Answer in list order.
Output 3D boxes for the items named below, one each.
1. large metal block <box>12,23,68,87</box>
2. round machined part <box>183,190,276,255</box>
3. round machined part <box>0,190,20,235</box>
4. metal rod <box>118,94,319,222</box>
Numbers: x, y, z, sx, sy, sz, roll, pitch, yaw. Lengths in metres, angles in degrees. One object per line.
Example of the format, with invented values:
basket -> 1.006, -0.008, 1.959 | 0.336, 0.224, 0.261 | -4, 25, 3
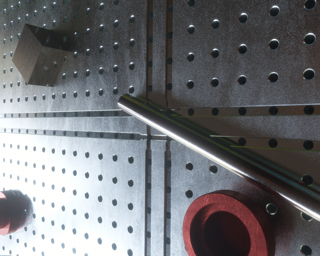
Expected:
large metal block -> -0.226, -0.135, 0.580 | 0.080, 0.050, 0.080 | 48, 118, 29
round machined part -> 0.077, 0.116, 0.335 | 0.098, 0.042, 0.097 | 0, 90, 40
round machined part -> -0.358, 0.191, 0.694 | 0.098, 0.042, 0.097 | 0, 90, 40
metal rod -> 0.055, 0.021, 0.363 | 0.300, 0.025, 0.025 | 29, 108, 36
